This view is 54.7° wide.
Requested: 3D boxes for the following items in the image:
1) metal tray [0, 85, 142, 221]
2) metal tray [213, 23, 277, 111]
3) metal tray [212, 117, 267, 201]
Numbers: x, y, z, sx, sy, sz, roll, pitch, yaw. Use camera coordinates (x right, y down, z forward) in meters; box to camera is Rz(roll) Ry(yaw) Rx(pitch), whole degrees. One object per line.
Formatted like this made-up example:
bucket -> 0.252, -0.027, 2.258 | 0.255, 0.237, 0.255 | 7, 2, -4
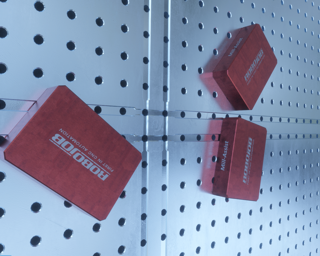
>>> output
metal tray -> -0.089, 0.029, 0.333 | 0.130, 0.030, 0.090 | 46, 63, -31
metal tray -> 0.151, -0.105, 0.535 | 0.090, 0.030, 0.130 | 50, 61, -29
metal tray -> 0.137, 0.054, 0.524 | 0.091, 0.030, 0.129 | 17, 80, -39
